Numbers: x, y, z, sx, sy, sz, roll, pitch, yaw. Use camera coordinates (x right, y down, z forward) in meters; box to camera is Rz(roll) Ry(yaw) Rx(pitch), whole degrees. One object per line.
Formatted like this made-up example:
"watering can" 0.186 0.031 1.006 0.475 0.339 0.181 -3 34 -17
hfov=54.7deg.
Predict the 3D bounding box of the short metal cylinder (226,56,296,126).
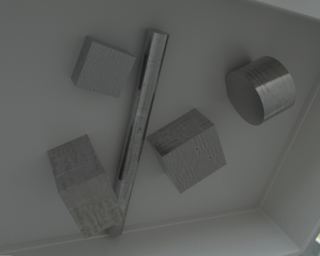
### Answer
"short metal cylinder" 0.134 -0.050 0.418 0.050 0.080 0.080 -28 128 -11

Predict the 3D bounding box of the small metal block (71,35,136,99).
"small metal block" -0.062 -0.065 0.336 0.050 0.025 0.050 13 111 -34

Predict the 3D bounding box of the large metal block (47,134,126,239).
"large metal block" -0.088 0.068 0.368 0.050 0.080 0.080 -24 128 -14

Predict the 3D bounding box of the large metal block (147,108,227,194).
"large metal block" 0.039 0.032 0.436 0.080 0.050 0.080 -31 129 -9

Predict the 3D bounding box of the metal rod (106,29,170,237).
"metal rod" -0.035 0.024 0.405 0.025 0.025 0.298 0 119 -29
